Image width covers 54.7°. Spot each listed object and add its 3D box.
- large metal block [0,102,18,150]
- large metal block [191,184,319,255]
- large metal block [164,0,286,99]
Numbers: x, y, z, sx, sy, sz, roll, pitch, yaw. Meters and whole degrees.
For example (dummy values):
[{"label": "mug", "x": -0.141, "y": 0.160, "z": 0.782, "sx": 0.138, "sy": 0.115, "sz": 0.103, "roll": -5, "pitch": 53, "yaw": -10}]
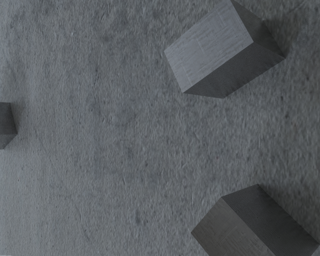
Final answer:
[{"label": "large metal block", "x": -0.367, "y": -0.004, "z": 0.686, "sx": 0.080, "sy": 0.050, "sz": 0.080, "roll": -34, "pitch": 70, "yaw": 34}, {"label": "large metal block", "x": 0.091, "y": 0.105, "z": 0.293, "sx": 0.080, "sy": 0.081, "sz": 0.050, "roll": 47, "pitch": 118, "yaw": 29}, {"label": "large metal block", "x": 0.066, "y": -0.074, "z": 0.314, "sx": 0.080, "sy": 0.081, "sz": 0.050, "roll": -34, "pitch": 69, "yaw": 34}]
